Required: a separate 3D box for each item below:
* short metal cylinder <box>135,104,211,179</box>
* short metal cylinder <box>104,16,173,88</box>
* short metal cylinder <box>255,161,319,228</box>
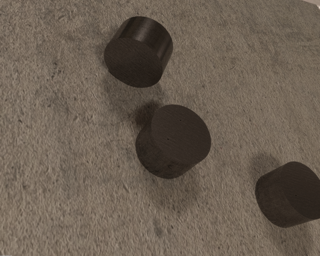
[{"bbox_3d":[0.016,0.017,0.387,0.081,0.050,0.080,14,56,-21],"label":"short metal cylinder"},{"bbox_3d":[-0.028,-0.101,0.416,0.080,0.080,0.050,29,52,-10],"label":"short metal cylinder"},{"bbox_3d":[0.182,0.093,0.432,0.081,0.050,0.080,14,56,-21],"label":"short metal cylinder"}]
